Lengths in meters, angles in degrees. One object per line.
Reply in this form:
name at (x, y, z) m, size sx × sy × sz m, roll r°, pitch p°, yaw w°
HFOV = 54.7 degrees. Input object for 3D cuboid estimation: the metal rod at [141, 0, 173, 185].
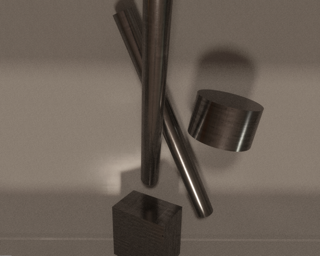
metal rod at (-0.007, -0.033, 0.333) m, size 0.025 × 0.025 × 0.298 m, roll 3°, pitch 136°, yaw -1°

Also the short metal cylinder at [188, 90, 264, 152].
short metal cylinder at (0.079, -0.011, 0.379) m, size 0.081 × 0.080 × 0.050 m, roll 11°, pitch 110°, yaw -5°

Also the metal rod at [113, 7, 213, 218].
metal rod at (0.011, -0.006, 0.409) m, size 0.025 × 0.025 × 0.299 m, roll -21°, pitch 109°, yaw 7°

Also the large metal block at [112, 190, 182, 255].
large metal block at (-0.018, 0.144, 0.433) m, size 0.080 × 0.050 × 0.079 m, roll 12°, pitch 113°, yaw 28°
